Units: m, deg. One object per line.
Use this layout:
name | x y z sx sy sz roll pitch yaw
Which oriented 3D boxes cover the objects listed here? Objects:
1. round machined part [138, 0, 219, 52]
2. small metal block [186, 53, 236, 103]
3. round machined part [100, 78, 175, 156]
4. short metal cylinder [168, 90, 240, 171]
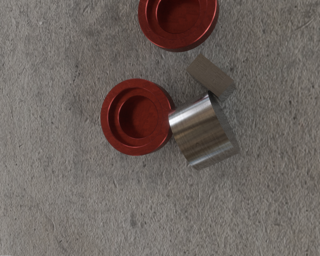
round machined part | 0.026 -0.144 0.390 0.098 0.042 0.097 0 90 19
small metal block | 0.062 -0.058 0.372 0.050 0.050 0.025 43 98 14
round machined part | -0.025 -0.014 0.407 0.098 0.042 0.097 0 90 20
short metal cylinder | 0.052 0.003 0.361 0.050 0.080 0.080 -27 81 18
